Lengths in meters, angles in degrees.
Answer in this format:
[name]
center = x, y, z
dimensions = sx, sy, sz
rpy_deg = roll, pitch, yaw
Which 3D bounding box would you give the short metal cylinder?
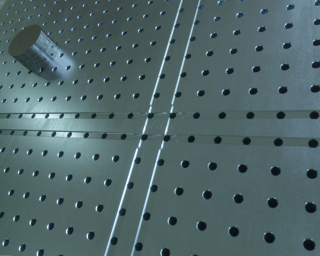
[short metal cylinder]
center = -0.255, -0.160, 0.625
dimensions = 0.080, 0.050, 0.080
rpy_deg = -13, 56, 21
